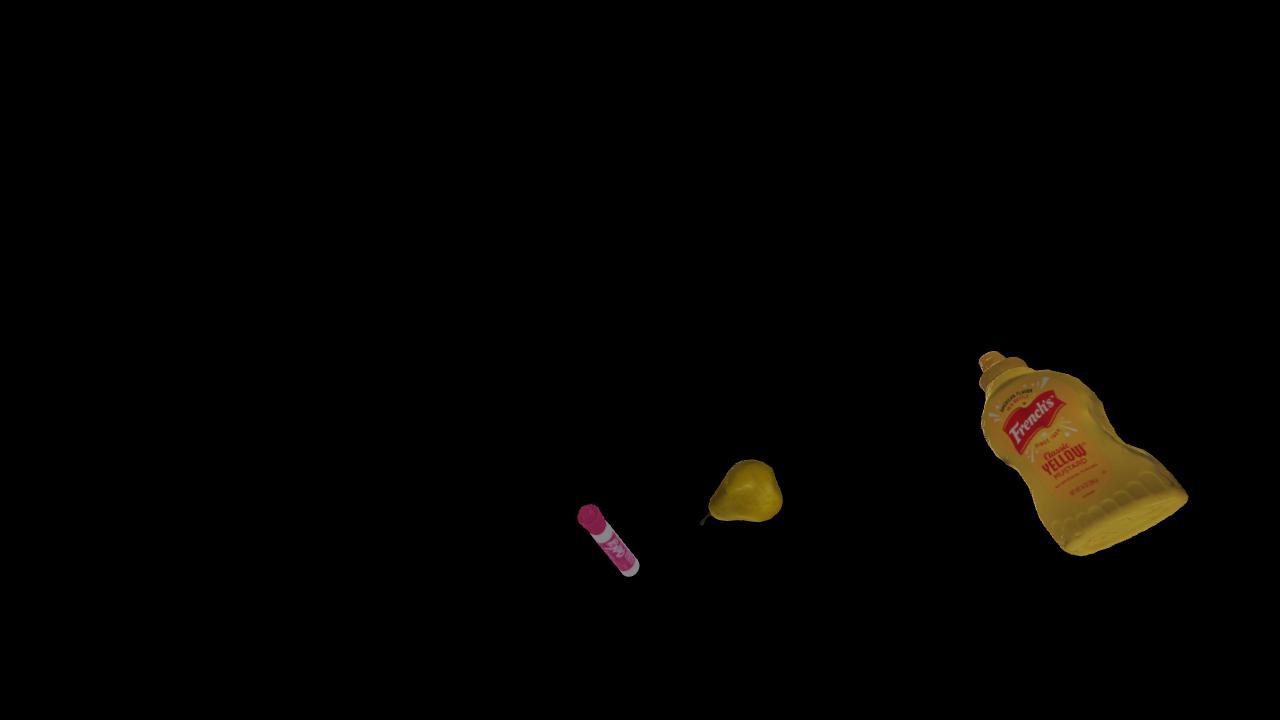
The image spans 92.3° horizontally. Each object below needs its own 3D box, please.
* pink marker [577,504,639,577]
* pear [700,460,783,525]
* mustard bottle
[{"bbox_3d":[-0.026,0.154,0.522,0.020,0.020,0.121,0,-37,20],"label":"pink marker"},{"bbox_3d":[0.123,0.174,0.788,0.111,0.080,0.080,-20,-4,11],"label":"pear"},{"bbox_3d":[0.339,0.060,0.511,0.054,0.184,0.092,17,-52,-26],"label":"mustard bottle"}]
